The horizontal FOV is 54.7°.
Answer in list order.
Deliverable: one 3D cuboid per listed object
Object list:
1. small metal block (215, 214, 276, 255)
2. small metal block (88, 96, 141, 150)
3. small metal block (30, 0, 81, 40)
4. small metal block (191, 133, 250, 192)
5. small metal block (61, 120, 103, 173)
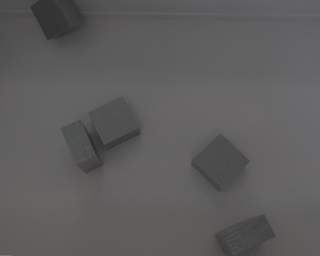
[{"bbox_3d":[0.095,0.122,0.352,0.050,0.050,0.025,-21,72,-8],"label":"small metal block"},{"bbox_3d":[-0.060,-0.006,0.411,0.050,0.025,0.050,-27,72,-10],"label":"small metal block"},{"bbox_3d":[-0.149,-0.161,0.443,0.025,0.050,0.050,-45,115,-52],"label":"small metal block"},{"bbox_3d":[0.076,0.044,0.394,0.050,0.025,0.050,-41,75,-14],"label":"small metal block"},{"bbox_3d":[-0.096,0.024,0.387,0.025,0.050,0.050,-25,72,-9],"label":"small metal block"}]
